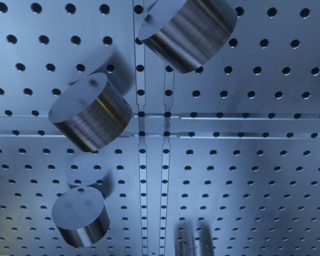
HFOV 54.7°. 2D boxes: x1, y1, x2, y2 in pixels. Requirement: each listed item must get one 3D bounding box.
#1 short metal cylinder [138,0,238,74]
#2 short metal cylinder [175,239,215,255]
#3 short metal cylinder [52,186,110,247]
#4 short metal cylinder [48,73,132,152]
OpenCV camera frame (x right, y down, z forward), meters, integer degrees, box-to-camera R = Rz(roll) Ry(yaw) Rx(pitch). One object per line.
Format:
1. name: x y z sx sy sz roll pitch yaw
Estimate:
1. short metal cylinder: 0.025 -0.098 0.292 0.050 0.080 0.080 37 121 -27
2. short metal cylinder: 0.071 0.268 0.625 0.081 0.050 0.079 0 130 0
3. short metal cylinder: -0.124 0.140 0.493 0.080 0.080 0.050 -4 130 3
4. short metal cylinder: -0.080 -0.019 0.359 0.080 0.080 0.050 -23 127 18
